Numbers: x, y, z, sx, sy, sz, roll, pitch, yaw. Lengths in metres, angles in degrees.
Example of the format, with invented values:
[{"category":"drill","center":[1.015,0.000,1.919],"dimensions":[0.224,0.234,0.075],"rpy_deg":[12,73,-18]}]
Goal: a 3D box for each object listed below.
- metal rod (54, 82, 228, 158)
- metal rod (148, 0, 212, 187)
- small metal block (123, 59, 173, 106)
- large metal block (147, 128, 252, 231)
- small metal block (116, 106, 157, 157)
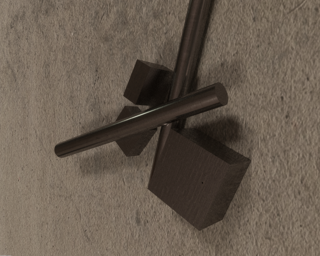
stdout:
[{"category":"metal rod","center":[-0.048,0.001,0.409],"dimensions":[0.300,0.025,0.025],"rpy_deg":[-18,79,39]},{"category":"metal rod","center":[0.028,-0.064,0.379],"dimensions":[0.025,0.025,0.298],"rpy_deg":[21,103,38]},{"category":"small metal block","center":[-0.013,-0.056,0.397],"dimensions":[0.025,0.050,0.050],"rpy_deg":[37,112,34]},{"category":"large metal block","center":[0.043,0.054,0.352],"dimensions":[0.080,0.050,0.079],"rpy_deg":[32,110,35]},{"category":"small metal block","center":[-0.039,0.004,0.435],"dimensions":[0.050,0.025,0.050],"rpy_deg":[50,119,28]}]
